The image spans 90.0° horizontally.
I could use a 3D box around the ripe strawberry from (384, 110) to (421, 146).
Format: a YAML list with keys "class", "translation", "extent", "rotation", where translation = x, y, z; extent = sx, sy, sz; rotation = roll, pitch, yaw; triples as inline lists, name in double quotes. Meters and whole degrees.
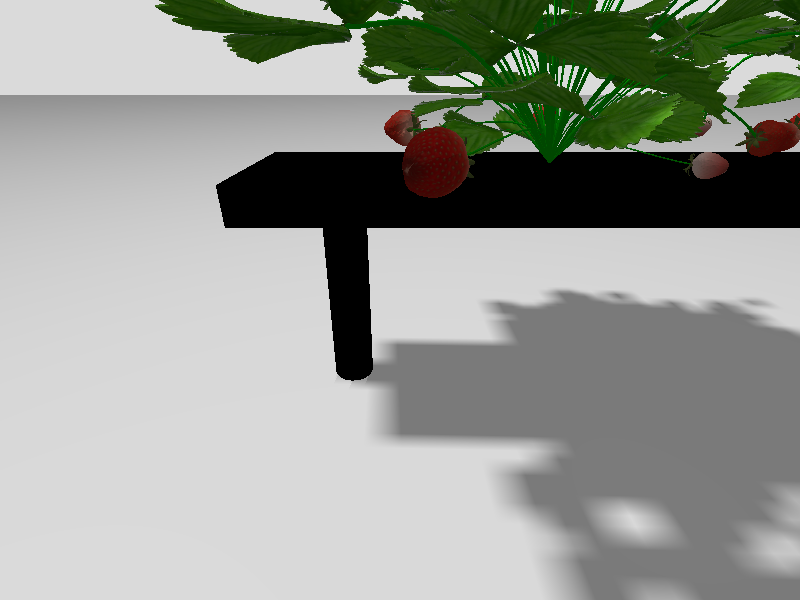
- class: "ripe strawberry"
  translation: [0.002, -0.177, 0.413]
  extent: [0.035, 0.034, 0.038]
  rotation: [20, 34, 33]

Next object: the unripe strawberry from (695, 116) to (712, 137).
- class: "unripe strawberry"
  translation: [0.367, -0.212, 0.488]
  extent: [0.020, 0.024, 0.024]
  rotation: [22, 36, 35]

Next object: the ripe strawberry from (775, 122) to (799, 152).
- class: "ripe strawberry"
  translation: [0.344, -0.147, 0.366]
  extent: [0.028, 0.027, 0.030]
  rotation: [-28, 19, 24]

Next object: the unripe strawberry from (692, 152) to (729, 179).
- class: "unripe strawberry"
  translation: [0.209, -0.091, 0.270]
  extent: [0.020, 0.017, 0.020]
  rotation: [22, 35, 34]

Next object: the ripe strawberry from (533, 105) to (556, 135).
- class: "ripe strawberry"
  translation: [0.182, -0.228, 0.505]
  extent: [0.031, 0.036, 0.034]
  rotation: [8, 29, 14]

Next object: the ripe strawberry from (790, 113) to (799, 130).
- class: "ripe strawberry"
  translation: [0.473, -0.206, 0.466]
  extent: [0.030, 0.034, 0.032]
  rotation: [-17, 27, -28]

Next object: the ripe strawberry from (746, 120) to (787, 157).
- class: "ripe strawberry"
  translation: [0.333, -0.145, 0.362]
  extent: [0.032, 0.031, 0.029]
  rotation: [-1, 28, -11]

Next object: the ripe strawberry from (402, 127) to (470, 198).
- class: "ripe strawberry"
  translation: [0.018, -0.077, 0.228]
  extent: [0.037, 0.039, 0.040]
  rotation: [25, 38, 37]
